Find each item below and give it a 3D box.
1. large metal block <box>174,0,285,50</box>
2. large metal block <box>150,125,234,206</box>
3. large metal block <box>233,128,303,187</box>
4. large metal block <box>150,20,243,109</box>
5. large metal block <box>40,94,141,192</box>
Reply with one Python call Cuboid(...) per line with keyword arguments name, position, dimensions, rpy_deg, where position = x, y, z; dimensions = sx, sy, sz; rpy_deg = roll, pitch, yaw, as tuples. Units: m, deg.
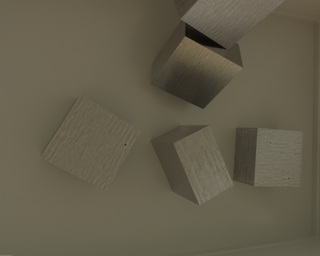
Cuboid(name="large metal block", position=(0.072, -0.144, 0.336), dimensions=(0.080, 0.080, 0.050), rpy_deg=(18, 46, -39))
Cuboid(name="large metal block", position=(0.038, 0.043, 0.397), dimensions=(0.050, 0.080, 0.080), rpy_deg=(-26, 99, -18))
Cuboid(name="large metal block", position=(0.159, 0.042, 0.458), dimensions=(0.081, 0.050, 0.080), rpy_deg=(4, 89, -20))
Cuboid(name="large metal block", position=(0.044, -0.081, 0.391), dimensions=(0.080, 0.080, 0.050), rpy_deg=(23, 45, -19))
Cuboid(name="large metal block", position=(-0.083, 0.017, 0.367), dimensions=(0.080, 0.050, 0.080), rpy_deg=(33, 79, -18))
